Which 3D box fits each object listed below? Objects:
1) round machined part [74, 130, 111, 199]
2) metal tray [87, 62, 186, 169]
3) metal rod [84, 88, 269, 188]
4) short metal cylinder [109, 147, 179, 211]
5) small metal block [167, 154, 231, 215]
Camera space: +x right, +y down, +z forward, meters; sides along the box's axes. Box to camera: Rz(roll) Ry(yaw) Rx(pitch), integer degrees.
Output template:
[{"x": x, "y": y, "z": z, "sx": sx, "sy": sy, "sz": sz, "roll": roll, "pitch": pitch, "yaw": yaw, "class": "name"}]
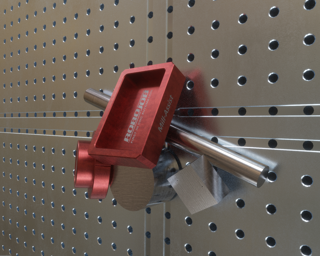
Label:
[{"x": -0.099, "y": 0.052, "z": 0.444, "sx": 0.098, "sy": 0.042, "sz": 0.097, "roll": -175, "pitch": 89, "yaw": -73, "class": "round machined part"}, {"x": -0.028, "y": -0.017, "z": 0.386, "sx": 0.090, "sy": 0.030, "sz": 0.130, "roll": 0, "pitch": 61, "yaw": 39, "class": "metal tray"}, {"x": -0.003, "y": -0.001, "z": 0.407, "sx": 0.300, "sy": 0.025, "sz": 0.025, "roll": 25, "pitch": 106, "yaw": 37, "class": "metal rod"}, {"x": -0.021, "y": 0.063, "z": 0.406, "sx": 0.080, "sy": 0.050, "sz": 0.079, "roll": 0, "pitch": 90, "yaw": 40, "class": "short metal cylinder"}, {"x": 0.043, "y": 0.065, "z": 0.354, "sx": 0.050, "sy": 0.025, "sz": 0.050, "roll": 55, "pitch": 140, "yaw": 7, "class": "small metal block"}]
